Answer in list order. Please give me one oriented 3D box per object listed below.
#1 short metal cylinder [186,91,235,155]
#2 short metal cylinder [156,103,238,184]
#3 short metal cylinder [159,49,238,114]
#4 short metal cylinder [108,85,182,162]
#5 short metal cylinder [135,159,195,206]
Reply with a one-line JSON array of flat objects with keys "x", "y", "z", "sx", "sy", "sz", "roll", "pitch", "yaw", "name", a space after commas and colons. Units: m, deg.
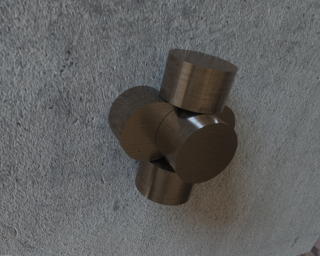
[{"x": 0.053, "y": -0.007, "z": 0.419, "sx": 0.081, "sy": 0.050, "sz": 0.079, "roll": -14, "pitch": 125, "yaw": -21, "name": "short metal cylinder"}, {"x": 0.042, "y": 0.018, "z": 0.362, "sx": 0.081, "sy": 0.050, "sz": 0.079, "roll": -14, "pitch": 125, "yaw": -21, "name": "short metal cylinder"}, {"x": 0.044, "y": -0.057, "z": 0.364, "sx": 0.081, "sy": 0.080, "sz": 0.050, "roll": 0, "pitch": 119, "yaw": -29, "name": "short metal cylinder"}, {"x": -0.017, "y": -0.006, "z": 0.380, "sx": 0.081, "sy": 0.050, "sz": 0.079, "roll": -14, "pitch": 125, "yaw": -21, "name": "short metal cylinder"}, {"x": 0.011, "y": 0.058, "z": 0.417, "sx": 0.081, "sy": 0.080, "sz": 0.050, "roll": 0, "pitch": 118, "yaw": -29, "name": "short metal cylinder"}]
